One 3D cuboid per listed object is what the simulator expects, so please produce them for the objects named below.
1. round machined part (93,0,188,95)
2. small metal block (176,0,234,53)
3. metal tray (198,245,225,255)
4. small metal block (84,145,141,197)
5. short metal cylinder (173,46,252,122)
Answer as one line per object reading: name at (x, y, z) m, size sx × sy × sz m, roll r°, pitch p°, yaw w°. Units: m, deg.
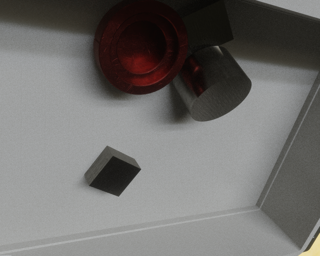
round machined part at (-0.023, -0.088, 0.332) m, size 0.099 × 0.042 × 0.097 m, roll -14°, pitch 125°, yaw -21°
small metal block at (0.052, -0.118, 0.357) m, size 0.050 × 0.025 × 0.050 m, roll -23°, pitch 130°, yaw 6°
metal tray at (0.105, 0.315, 0.663) m, size 0.090 × 0.030 × 0.130 m, roll -31°, pitch 129°, yaw -9°
small metal block at (-0.062, 0.058, 0.412) m, size 0.050 × 0.025 × 0.050 m, roll 33°, pitch 100°, yaw -39°
short metal cylinder at (0.063, -0.052, 0.378) m, size 0.081 × 0.050 × 0.080 m, roll -20°, pitch 151°, yaw -12°
